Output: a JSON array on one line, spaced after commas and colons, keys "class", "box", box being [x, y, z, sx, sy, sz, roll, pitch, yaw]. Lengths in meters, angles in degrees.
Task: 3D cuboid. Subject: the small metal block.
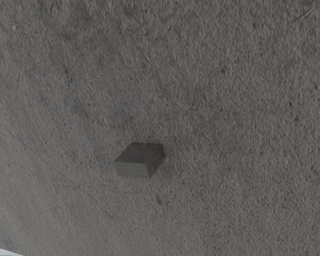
[{"class": "small metal block", "box": [-0.028, 0.045, 0.434, 0.050, 0.050, 0.025, 1, 119, 28]}]
